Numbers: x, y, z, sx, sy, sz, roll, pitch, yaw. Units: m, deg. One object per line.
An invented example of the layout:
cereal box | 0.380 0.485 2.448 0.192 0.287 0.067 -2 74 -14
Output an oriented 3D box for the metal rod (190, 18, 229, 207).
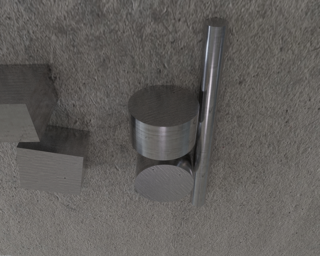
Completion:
metal rod | 0.060 0.006 0.412 0.025 0.025 0.298 -1 130 0

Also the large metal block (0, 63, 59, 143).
large metal block | -0.169 -0.029 0.345 0.080 0.080 0.050 -1 130 1

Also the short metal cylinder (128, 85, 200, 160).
short metal cylinder | 0.004 -0.008 0.364 0.081 0.080 0.050 1 130 -1

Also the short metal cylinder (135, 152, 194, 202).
short metal cylinder | 0.006 0.061 0.443 0.081 0.050 0.079 0 130 0

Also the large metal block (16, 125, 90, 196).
large metal block | -0.144 0.044 0.426 0.081 0.050 0.079 10 130 -8
